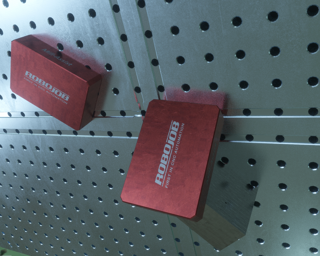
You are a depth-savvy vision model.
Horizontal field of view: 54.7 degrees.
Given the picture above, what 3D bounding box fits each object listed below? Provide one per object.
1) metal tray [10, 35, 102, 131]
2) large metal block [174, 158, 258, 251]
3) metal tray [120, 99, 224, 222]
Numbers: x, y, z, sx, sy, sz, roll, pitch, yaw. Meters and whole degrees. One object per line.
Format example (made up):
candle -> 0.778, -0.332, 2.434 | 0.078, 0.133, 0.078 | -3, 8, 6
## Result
metal tray -> -0.155, -0.065, 0.450 | 0.130, 0.030, 0.089 | 30, 128, 8
large metal block -> 0.070, 0.092, 0.396 | 0.080, 0.080, 0.050 | 39, 129, 2
metal tray -> 0.016, 0.033, 0.362 | 0.090, 0.130, 0.030 | 8, 161, 24
